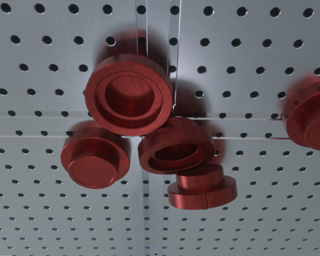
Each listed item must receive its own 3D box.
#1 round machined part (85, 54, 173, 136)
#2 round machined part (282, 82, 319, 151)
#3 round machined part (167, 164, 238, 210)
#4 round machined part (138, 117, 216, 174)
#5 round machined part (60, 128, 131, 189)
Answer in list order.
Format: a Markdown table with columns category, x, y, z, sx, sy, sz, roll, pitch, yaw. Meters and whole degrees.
| category | x | y | z | sx | sy | sz | roll | pitch | yaw |
| --- | --- | --- | --- | --- | --- | --- | --- | --- | --- |
| round machined part | -0.034 | -0.041 | 0.362 | 0.099 | 0.042 | 0.097 | 1 | 127 | 1 |
| round machined part | 0.212 | -0.009 | 0.394 | 0.099 | 0.042 | 0.097 | 0 | 130 | 0 |
| round machined part | 0.059 | 0.079 | 0.444 | 0.098 | 0.098 | 0.042 | -8 | 94 | 7 |
| round machined part | 0.020 | 0.021 | 0.406 | 0.099 | 0.042 | 0.098 | -7 | 148 | -4 |
| round machined part | -0.092 | 0.050 | 0.442 | 0.099 | 0.042 | 0.097 | 0 | 130 | 0 |
